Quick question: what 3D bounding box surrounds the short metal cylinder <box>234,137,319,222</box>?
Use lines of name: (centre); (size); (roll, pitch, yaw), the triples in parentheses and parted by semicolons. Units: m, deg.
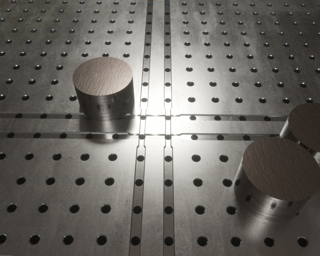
short metal cylinder: (0.128, 0.056, 0.346); (0.081, 0.050, 0.080); (0, 50, 0)

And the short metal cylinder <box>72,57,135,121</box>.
short metal cylinder: (-0.077, -0.056, 0.437); (0.081, 0.050, 0.080); (0, 50, 0)

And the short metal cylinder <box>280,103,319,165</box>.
short metal cylinder: (0.191, 0.015, 0.382); (0.081, 0.050, 0.080); (0, 50, 0)
